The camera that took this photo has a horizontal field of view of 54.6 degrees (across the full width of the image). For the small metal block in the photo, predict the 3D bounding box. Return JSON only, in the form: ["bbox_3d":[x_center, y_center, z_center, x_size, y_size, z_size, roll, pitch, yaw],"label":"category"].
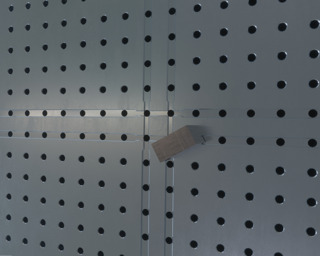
[{"bbox_3d":[0.024,0.019,0.391,0.050,0.050,0.025,-29,81,18],"label":"small metal block"}]
